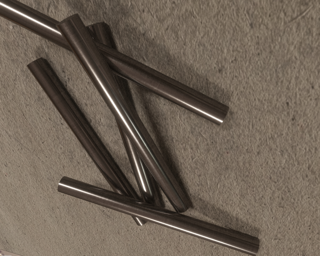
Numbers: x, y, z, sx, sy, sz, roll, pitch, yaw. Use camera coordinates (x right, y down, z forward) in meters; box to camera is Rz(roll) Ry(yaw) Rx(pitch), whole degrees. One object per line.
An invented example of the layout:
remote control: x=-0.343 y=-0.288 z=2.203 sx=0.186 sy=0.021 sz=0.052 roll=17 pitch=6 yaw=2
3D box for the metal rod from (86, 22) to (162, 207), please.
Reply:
metal rod: x=-0.042 y=0.007 z=0.431 sx=0.025 sy=0.025 sz=0.298 roll=-1 pitch=118 yaw=28

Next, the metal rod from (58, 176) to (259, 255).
metal rod: x=-0.007 y=0.128 z=0.457 sx=0.301 sy=0.025 sz=0.025 roll=16 pitch=126 yaw=7

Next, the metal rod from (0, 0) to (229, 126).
metal rod: x=-0.061 y=-0.081 z=0.358 sx=0.301 sy=0.025 sz=0.025 roll=27 pitch=128 yaw=-1

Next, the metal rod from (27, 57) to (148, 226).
metal rod: x=-0.103 y=0.030 z=0.476 sx=0.025 sy=0.025 sz=0.299 roll=-21 pitch=108 yaw=35

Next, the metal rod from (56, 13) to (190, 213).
metal rod: x=-0.030 y=0.004 z=0.385 sx=0.025 sy=0.025 sz=0.299 roll=-8 pitch=126 yaw=31
